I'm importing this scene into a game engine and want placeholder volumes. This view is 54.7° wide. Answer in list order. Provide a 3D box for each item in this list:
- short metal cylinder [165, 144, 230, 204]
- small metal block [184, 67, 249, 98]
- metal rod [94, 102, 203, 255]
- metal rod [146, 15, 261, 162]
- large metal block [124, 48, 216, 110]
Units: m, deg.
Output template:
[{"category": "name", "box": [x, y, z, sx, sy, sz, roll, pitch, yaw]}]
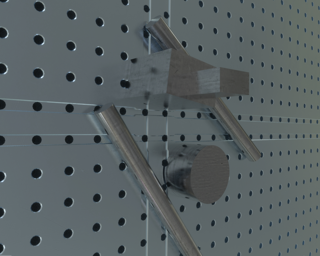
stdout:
[{"category": "short metal cylinder", "box": [0.054, 0.063, 0.440, 0.081, 0.050, 0.079, 0, 90, -40]}, {"category": "small metal block", "box": [0.063, -0.049, 0.343, 0.050, 0.050, 0.025, -1, 91, -40]}, {"category": "metal rod", "box": [0.001, 0.099, 0.412, 0.025, 0.025, 0.299, -43, 116, -32]}, {"category": "metal rod", "box": [0.080, -0.044, 0.478, 0.300, 0.025, 0.025, 47, 62, -30]}, {"category": "large metal block", "box": [0.014, -0.056, 0.387, 0.081, 0.080, 0.050, 11, 83, -40]}]
